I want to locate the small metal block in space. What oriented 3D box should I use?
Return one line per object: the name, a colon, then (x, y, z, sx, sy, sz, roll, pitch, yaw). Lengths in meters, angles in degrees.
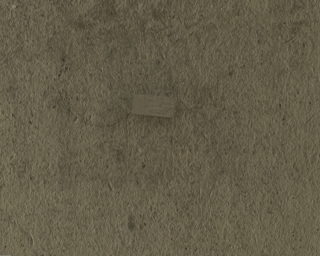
small metal block: (-0.008, -0.027, 0.398, 0.050, 0.050, 0.025, 5, 90, -1)
